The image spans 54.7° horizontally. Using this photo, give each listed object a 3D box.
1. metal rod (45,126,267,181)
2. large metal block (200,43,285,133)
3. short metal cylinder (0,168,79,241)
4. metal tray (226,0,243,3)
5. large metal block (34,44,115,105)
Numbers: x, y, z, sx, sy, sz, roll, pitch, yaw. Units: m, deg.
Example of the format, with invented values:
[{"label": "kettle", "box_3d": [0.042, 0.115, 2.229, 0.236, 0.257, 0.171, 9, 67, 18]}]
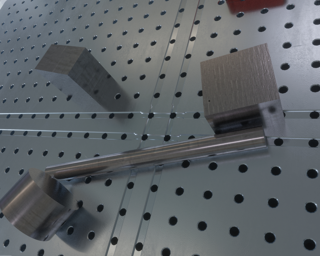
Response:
[{"label": "metal rod", "box_3d": [-0.022, 0.038, 0.396, 0.300, 0.025, 0.025, -12, 57, 21]}, {"label": "large metal block", "box_3d": [0.096, -0.044, 0.369, 0.080, 0.050, 0.080, -13, 56, 21]}, {"label": "short metal cylinder", "box_3d": [-0.151, 0.096, 0.394, 0.050, 0.080, 0.080, -48, 51, -6]}, {"label": "metal tray", "box_3d": [0.153, -0.261, 0.485, 0.090, 0.030, 0.130, 1, 62, 28]}, {"label": "large metal block", "box_3d": [-0.135, -0.086, 0.497, 0.080, 0.080, 0.050, 15, 70, 34]}]
